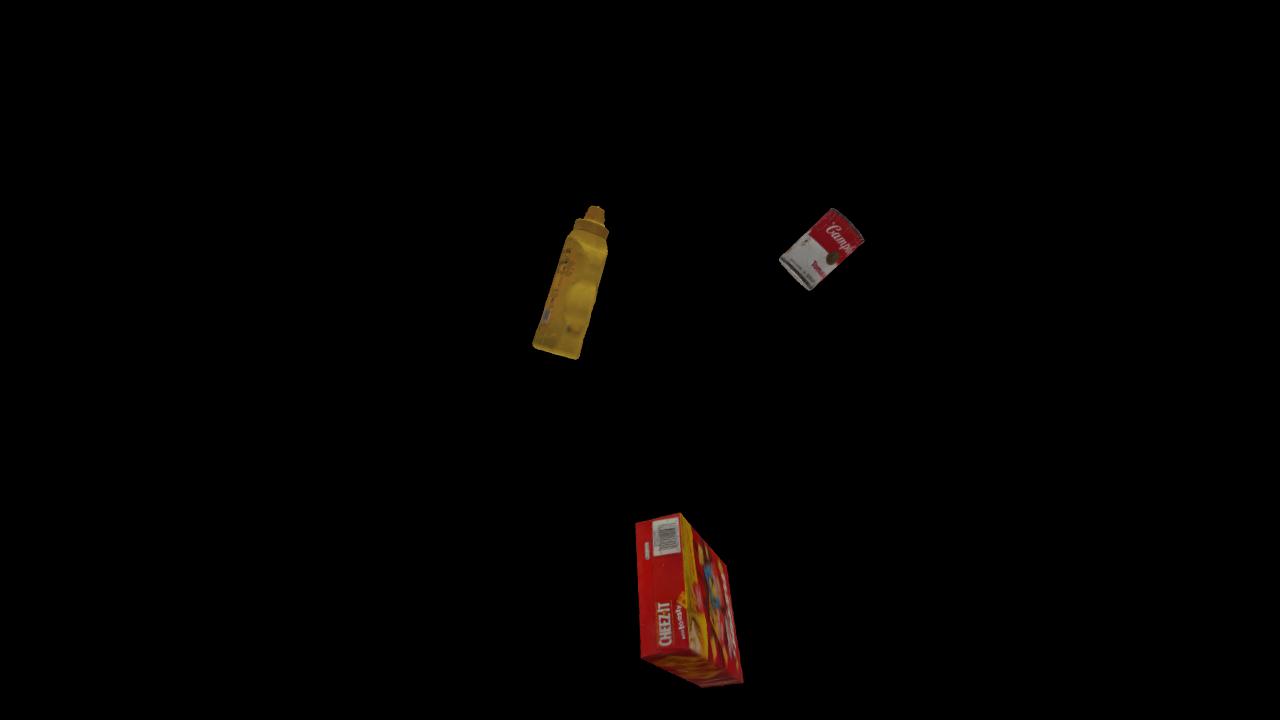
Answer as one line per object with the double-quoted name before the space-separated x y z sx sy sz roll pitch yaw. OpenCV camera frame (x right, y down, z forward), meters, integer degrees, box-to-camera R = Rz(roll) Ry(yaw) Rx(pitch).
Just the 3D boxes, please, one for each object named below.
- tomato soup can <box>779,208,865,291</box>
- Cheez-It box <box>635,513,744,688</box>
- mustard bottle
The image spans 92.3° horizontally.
"tomato soup can" 0.257 -0.157 0.878 0.101 0.068 0.068 -43 -11 12
"Cheez-It box" 0.067 0.322 0.812 0.071 0.166 0.223 -16 -39 16
"mustard bottle" -0.076 -0.095 0.732 0.054 0.184 0.092 17 -2 -19
